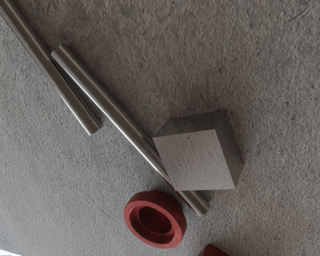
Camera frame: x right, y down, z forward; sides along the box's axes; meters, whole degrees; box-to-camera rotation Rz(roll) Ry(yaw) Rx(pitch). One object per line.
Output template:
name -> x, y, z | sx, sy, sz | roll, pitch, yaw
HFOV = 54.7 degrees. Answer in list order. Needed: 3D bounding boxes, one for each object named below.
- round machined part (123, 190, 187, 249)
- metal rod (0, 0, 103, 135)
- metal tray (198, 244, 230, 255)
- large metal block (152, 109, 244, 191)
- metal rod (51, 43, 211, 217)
round machined part -> -0.004, 0.136, 0.481 | 0.098, 0.042, 0.097 | 13, 124, 20
metal rod -> -0.175, -0.118, 0.423 | 0.025, 0.025, 0.299 | -24, 106, 36
metal tray -> 0.113, 0.254, 0.500 | 0.130, 0.030, 0.089 | 30, 128, 8
large metal block -> 0.049, 0.029, 0.382 | 0.080, 0.050, 0.080 | -9, 114, 32
metal rod -> -0.036, 0.007, 0.428 | 0.300, 0.025, 0.025 | 48, 129, -6
